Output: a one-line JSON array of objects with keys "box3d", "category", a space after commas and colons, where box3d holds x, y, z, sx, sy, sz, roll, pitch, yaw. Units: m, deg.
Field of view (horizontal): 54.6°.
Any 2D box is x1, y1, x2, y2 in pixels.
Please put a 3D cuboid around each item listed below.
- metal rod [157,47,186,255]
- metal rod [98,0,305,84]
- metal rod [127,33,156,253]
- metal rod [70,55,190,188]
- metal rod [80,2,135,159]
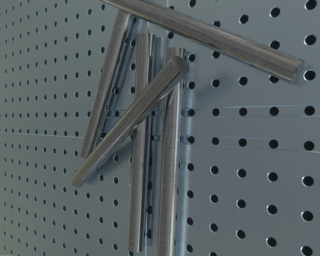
[{"box3d": [0.014, 0.050, 0.398, 0.025, 0.025, 0.298, 5, 93, 40], "category": "metal rod"}, {"box3d": [0.023, -0.125, 0.372, 0.300, 0.025, 0.025, 33, 111, 29], "category": "metal rod"}, {"box3d": [-0.026, 0.022, 0.431, 0.025, 0.025, 0.298, 5, 93, 40], "category": "metal rod"}, {"box3d": [-0.059, 0.010, 0.431, 0.299, 0.025, 0.025, -44, 63, 41], "category": "metal rod"}, {"box3d": [-0.074, -0.091, 0.471, 0.025, 0.025, 0.298, 29, 108, 36], "category": "metal rod"}]
